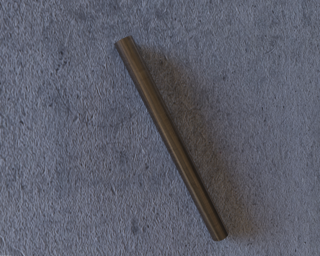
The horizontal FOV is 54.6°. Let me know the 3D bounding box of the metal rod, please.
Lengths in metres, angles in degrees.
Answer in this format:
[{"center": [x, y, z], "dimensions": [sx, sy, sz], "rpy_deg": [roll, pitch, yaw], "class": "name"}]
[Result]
[{"center": [0.020, 0.021, 0.415], "dimensions": [0.025, 0.025, 0.299], "rpy_deg": [-30, 100, -17], "class": "metal rod"}]
